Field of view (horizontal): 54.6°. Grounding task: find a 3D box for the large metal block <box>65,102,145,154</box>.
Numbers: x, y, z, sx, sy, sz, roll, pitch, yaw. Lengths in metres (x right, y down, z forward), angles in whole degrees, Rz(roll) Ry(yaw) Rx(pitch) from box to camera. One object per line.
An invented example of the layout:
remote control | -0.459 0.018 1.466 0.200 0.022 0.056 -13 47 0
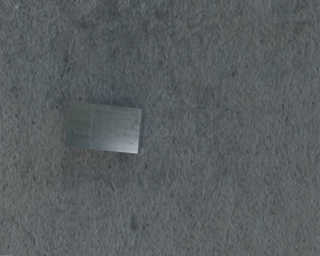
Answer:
large metal block | -0.062 -0.001 0.382 0.080 0.080 0.050 5 90 0
